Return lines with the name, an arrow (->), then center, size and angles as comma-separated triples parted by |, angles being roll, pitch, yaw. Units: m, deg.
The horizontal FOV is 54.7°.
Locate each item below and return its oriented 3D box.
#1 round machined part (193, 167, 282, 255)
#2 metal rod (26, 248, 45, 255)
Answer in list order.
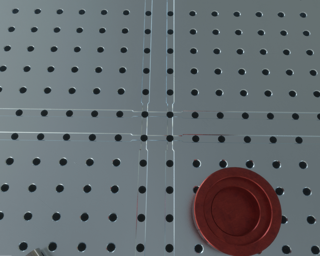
round machined part -> 0.087, 0.099, 0.367 | 0.099, 0.042, 0.098 | 0, 70, 0
metal rod -> -0.051, 0.253, 0.318 | 0.025, 0.025, 0.300 | -39, 75, -13
